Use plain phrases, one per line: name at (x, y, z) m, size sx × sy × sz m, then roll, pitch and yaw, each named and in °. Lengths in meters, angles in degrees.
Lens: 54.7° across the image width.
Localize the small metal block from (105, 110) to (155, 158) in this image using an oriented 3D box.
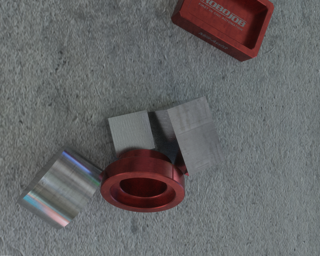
small metal block at (-0.039, 0.007, 0.395) m, size 0.050 × 0.025 × 0.050 m, roll -14°, pitch 95°, yaw -20°

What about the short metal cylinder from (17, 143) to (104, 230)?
short metal cylinder at (-0.108, 0.063, 0.340) m, size 0.050 × 0.080 × 0.080 m, roll 42°, pitch 77°, yaw -16°

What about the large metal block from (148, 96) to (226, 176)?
large metal block at (0.029, 0.008, 0.391) m, size 0.050 × 0.080 × 0.080 m, roll -21°, pitch 97°, yaw -19°

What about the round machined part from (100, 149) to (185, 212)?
round machined part at (-0.019, 0.061, 0.374) m, size 0.099 × 0.097 × 0.042 m, roll 19°, pitch 47°, yaw -19°

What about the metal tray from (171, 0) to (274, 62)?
metal tray at (0.091, -0.163, 0.439) m, size 0.131 × 0.030 × 0.090 m, roll 24°, pitch 82°, yaw -19°
